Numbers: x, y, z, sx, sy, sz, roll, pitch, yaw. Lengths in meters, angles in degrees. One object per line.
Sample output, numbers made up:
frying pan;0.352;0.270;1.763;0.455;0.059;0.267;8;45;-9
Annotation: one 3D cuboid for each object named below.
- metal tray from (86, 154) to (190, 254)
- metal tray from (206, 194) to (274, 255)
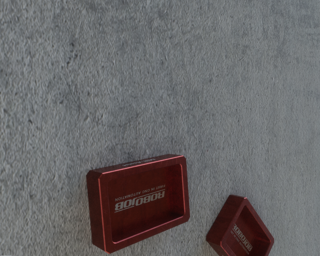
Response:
metal tray;-0.021;0.086;0.383;0.131;0.030;0.089;-7;95;-40
metal tray;0.138;0.186;0.516;0.090;0.030;0.130;-52;120;-27
